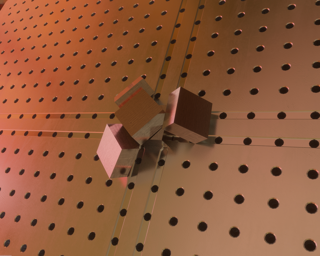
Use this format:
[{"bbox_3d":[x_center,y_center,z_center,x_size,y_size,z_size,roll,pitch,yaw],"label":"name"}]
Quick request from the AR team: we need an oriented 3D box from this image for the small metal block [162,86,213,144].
[{"bbox_3d":[0.034,-0.015,0.381,0.025,0.050,0.050,-29,43,53],"label":"small metal block"}]

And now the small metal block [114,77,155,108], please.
[{"bbox_3d":[-0.038,-0.047,0.442,0.050,0.025,0.050,-40,15,1],"label":"small metal block"}]

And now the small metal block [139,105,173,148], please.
[{"bbox_3d":[-0.009,-0.003,0.416,0.050,0.025,0.050,2,65,29],"label":"small metal block"}]

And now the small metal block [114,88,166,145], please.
[{"bbox_3d":[-0.023,-0.015,0.398,0.050,0.025,0.050,-41,51,-1],"label":"small metal block"}]

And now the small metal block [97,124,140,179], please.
[{"bbox_3d":[-0.056,0.029,0.404,0.050,0.025,0.050,53,130,39],"label":"small metal block"}]
